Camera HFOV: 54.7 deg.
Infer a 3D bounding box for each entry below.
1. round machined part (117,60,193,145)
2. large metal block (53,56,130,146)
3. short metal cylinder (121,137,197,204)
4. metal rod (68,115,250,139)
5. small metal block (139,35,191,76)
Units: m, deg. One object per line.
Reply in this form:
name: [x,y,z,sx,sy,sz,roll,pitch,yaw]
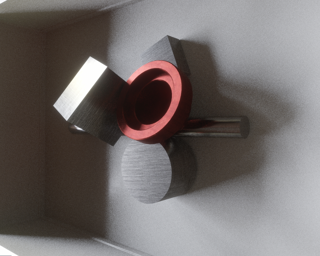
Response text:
round machined part: [-0.002,-0.027,0.369,0.098,0.042,0.098,-16,63,34]
large metal block: [-0.077,-0.034,0.411,0.080,0.080,0.050,-54,44,0]
short metal cylinder: [-0.002,0.050,0.387,0.080,0.050,0.079,0,90,39]
metal rod: [-0.026,-0.001,0.422,0.300,0.025,0.025,0,90,39]
small metal block: [0.006,-0.082,0.399,0.050,0.025,0.050,-26,74,36]
